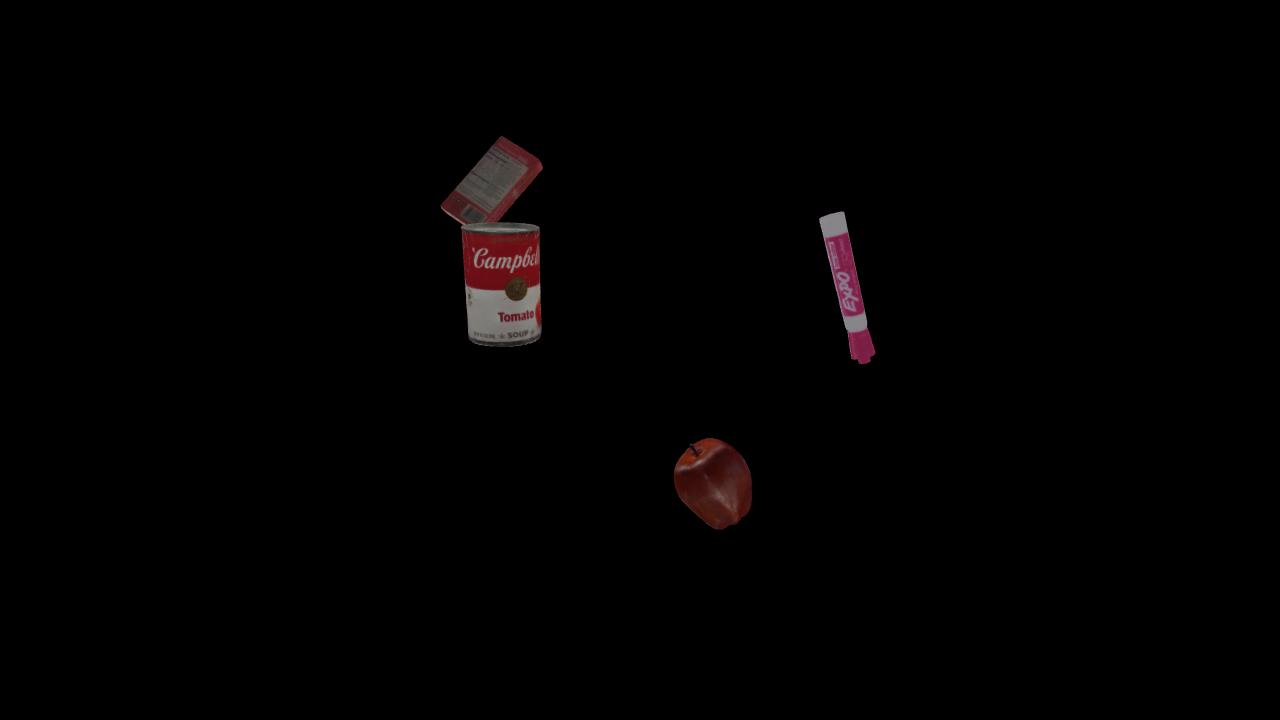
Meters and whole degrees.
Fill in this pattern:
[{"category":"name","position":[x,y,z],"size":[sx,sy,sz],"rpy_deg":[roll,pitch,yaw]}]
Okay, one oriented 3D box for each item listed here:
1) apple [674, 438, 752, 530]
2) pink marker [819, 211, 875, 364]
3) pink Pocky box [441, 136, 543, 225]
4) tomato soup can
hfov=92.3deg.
[{"category":"apple","position":[0.077,0.126,0.641],"size":[0.079,0.093,0.079],"rpy_deg":[-29,9,5]},{"category":"pink marker","position":[0.163,-0.054,0.479],"size":[0.020,0.121,0.020],"rpy_deg":[-17,13,4]},{"category":"pink Pocky box","position":[-0.234,-0.275,0.977],"size":[0.084,0.155,0.029],"rpy_deg":[35,-9,15]},{"category":"tomato soup can","position":[-0.123,-0.068,0.548],"size":[0.068,0.101,0.068],"rpy_deg":[2,19,-1]}]
